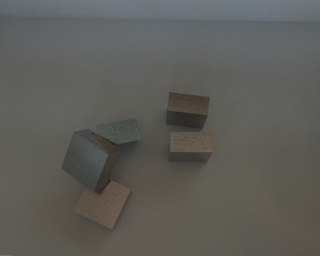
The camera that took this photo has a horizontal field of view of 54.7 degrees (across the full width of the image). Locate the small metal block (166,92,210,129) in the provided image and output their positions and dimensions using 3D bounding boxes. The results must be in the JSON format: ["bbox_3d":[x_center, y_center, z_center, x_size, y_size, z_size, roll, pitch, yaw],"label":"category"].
[{"bbox_3d":[0.035,-0.022,0.405,0.050,0.050,0.025,7,70,2],"label":"small metal block"}]

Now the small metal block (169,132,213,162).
[{"bbox_3d":[0.037,0.025,0.388,0.050,0.050,0.025,0,70,0],"label":"small metal block"}]

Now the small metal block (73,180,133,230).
[{"bbox_3d":[-0.068,0.089,0.376,0.050,0.025,0.050,23,71,7],"label":"small metal block"}]

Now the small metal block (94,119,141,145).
[{"bbox_3d":[-0.052,0.005,0.391,0.050,0.050,0.025,-12,94,-5],"label":"small metal block"}]

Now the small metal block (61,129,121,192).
[{"bbox_3d":[-0.080,0.036,0.356,0.050,0.025,0.050,30,110,18],"label":"small metal block"}]
